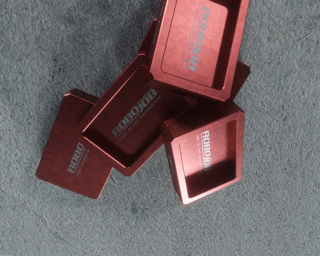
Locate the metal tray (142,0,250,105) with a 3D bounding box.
[{"bbox_3d":[0.041,-0.100,0.336,0.091,0.030,0.129,15,82,-17],"label":"metal tray"}]

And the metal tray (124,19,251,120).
[{"bbox_3d":[0.032,-0.066,0.384,0.131,0.030,0.089,25,108,-10],"label":"metal tray"}]

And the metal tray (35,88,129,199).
[{"bbox_3d":[-0.100,0.023,0.415,0.090,0.030,0.129,23,108,-9],"label":"metal tray"}]

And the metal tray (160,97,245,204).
[{"bbox_3d":[0.056,0.033,0.385,0.091,0.030,0.129,-22,134,-10],"label":"metal tray"}]

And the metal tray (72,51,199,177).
[{"bbox_3d":[-0.029,-0.015,0.371,0.090,0.030,0.130,40,105,-14],"label":"metal tray"}]
